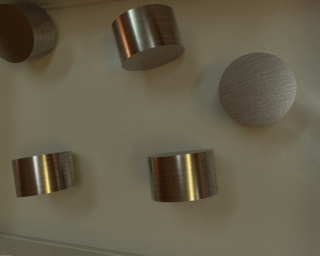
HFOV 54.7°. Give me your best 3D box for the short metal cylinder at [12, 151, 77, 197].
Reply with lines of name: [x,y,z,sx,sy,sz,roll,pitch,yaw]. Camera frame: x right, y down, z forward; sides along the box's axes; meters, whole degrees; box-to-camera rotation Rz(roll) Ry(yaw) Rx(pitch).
short metal cylinder: [-0.162,0.064,0.437,0.080,0.080,0.050,-10,87,19]

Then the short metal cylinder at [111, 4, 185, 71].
short metal cylinder: [-0.015,-0.110,0.386,0.080,0.080,0.050,-17,85,19]

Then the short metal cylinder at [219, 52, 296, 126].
short metal cylinder: [0.112,-0.042,0.358,0.080,0.050,0.079,0,90,19]

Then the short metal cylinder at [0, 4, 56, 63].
short metal cylinder: [-0.202,-0.139,0.453,0.080,0.050,0.079,7,113,16]

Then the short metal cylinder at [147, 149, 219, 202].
short metal cylinder: [0.027,0.055,0.371,0.080,0.080,0.050,-7,88,19]
